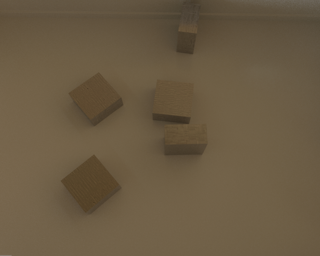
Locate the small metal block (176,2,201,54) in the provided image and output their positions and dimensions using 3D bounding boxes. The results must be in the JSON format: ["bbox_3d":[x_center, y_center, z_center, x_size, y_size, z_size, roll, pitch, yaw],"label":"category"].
[{"bbox_3d":[0.041,-0.144,0.449,0.025,0.050,0.050,8,70,3],"label":"small metal block"}]

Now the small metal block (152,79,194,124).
[{"bbox_3d":[0.018,-0.036,0.423,0.050,0.025,0.050,6,70,2],"label":"small metal block"}]

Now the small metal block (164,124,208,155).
[{"bbox_3d":[0.031,0.016,0.391,0.050,0.050,0.025,-1,70,-1],"label":"small metal block"}]

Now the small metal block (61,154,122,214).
[{"bbox_3d":[-0.084,0.070,0.383,0.050,0.025,0.050,-39,75,-13],"label":"small metal block"}]

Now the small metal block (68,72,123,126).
[{"bbox_3d":[-0.087,-0.039,0.423,0.050,0.025,0.050,-39,75,-13],"label":"small metal block"}]
